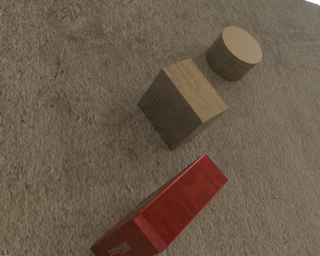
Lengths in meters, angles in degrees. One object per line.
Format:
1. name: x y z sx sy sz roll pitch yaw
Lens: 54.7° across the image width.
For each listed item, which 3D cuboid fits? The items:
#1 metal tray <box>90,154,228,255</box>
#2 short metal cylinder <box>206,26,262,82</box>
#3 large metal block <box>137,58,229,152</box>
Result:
1. metal tray: -0.005 0.081 0.284 0.091 0.129 0.030 -35 82 -38
2. short metal cylinder: 0.127 -0.127 0.534 0.081 0.050 0.080 14 56 -21
3. large metal block: 0.027 -0.028 0.400 0.050 0.080 0.080 -28 77 -37
